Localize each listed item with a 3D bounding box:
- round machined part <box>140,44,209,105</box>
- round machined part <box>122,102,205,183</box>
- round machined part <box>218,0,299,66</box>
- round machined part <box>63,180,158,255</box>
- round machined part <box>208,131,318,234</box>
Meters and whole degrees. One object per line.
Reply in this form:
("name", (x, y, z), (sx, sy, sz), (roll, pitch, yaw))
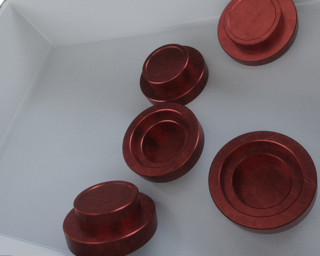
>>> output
("round machined part", (0.015, -0.079, 0.434), (0.098, 0.042, 0.098), (-13, 56, 20))
("round machined part", (0.007, 0.021, 0.377), (0.098, 0.042, 0.098), (-13, 56, 20))
("round machined part", (0.120, -0.131, 0.390), (0.098, 0.042, 0.097), (-3, 83, 28))
("round machined part", (-0.054, 0.090, 0.331), (0.099, 0.042, 0.098), (-7, 17, 2))
("round machined part", (0.102, 0.055, 0.307), (0.098, 0.042, 0.098), (-13, 56, 20))
